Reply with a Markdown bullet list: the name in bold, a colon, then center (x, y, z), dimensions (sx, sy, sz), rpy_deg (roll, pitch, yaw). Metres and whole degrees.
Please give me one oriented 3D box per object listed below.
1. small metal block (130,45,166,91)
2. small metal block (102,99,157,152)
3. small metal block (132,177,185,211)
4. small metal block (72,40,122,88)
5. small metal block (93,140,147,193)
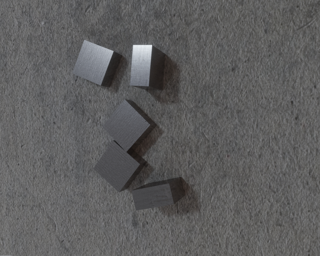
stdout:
- **small metal block**: center (-0.015, -0.076, 0.401), dimensions (0.025, 0.050, 0.050), rpy_deg (5, 92, 20)
- **small metal block**: center (-0.042, -0.003, 0.424), dimensions (0.050, 0.025, 0.050), rpy_deg (45, 104, 14)
- **small metal block**: center (-0.001, 0.083, 0.396), dimensions (0.050, 0.050, 0.025), rpy_deg (-15, 85, 19)
- **small metal block**: center (-0.089, -0.091, 0.440), dimensions (0.050, 0.025, 0.050), rpy_deg (25, 98, 18)
- **small metal block**: center (-0.055, 0.052, 0.428), dimensions (0.050, 0.025, 0.050), rpy_deg (40, 103, 15)
